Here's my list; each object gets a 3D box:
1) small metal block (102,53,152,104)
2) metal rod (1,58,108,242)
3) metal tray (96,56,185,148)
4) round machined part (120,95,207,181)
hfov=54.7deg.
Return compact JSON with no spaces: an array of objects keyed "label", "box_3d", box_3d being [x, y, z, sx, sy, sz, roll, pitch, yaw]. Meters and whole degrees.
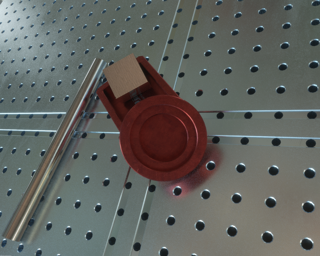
[{"label":"small metal block","box_3d":[-0.047,-0.071,0.445,0.050,0.025,0.050,-28,74,5]},{"label":"metal rod","box_3d":[-0.151,0.020,0.473,0.025,0.025,0.300,8,65,31]},{"label":"metal tray","box_3d":[-0.028,-0.037,0.440,0.090,0.030,0.130,-38,51,2]},{"label":"round machined part","box_3d":[0.004,0.011,0.367,0.099,0.042,0.097,0,91,2]}]
